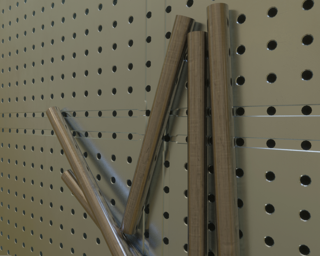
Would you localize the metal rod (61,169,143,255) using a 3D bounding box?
[{"bbox_3d":[-0.063,0.164,0.458,0.300,0.025,0.025,40,114,32],"label":"metal rod"}]

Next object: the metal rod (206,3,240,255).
[{"bbox_3d":[0.071,0.011,0.349,0.025,0.025,0.298,-4,88,39],"label":"metal rod"}]

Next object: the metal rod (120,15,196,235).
[{"bbox_3d":[-0.007,0.005,0.412,0.025,0.025,0.298,25,105,37],"label":"metal rod"}]

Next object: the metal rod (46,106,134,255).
[{"bbox_3d":[-0.121,0.074,0.491,0.025,0.025,0.300,-53,55,26],"label":"metal rod"}]

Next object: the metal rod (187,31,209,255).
[{"bbox_3d":[0.045,0.037,0.370,0.025,0.025,0.298,0,90,39],"label":"metal rod"}]
